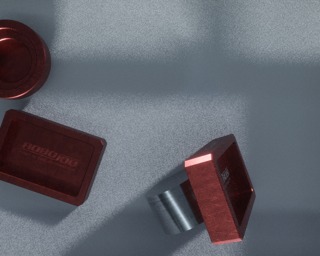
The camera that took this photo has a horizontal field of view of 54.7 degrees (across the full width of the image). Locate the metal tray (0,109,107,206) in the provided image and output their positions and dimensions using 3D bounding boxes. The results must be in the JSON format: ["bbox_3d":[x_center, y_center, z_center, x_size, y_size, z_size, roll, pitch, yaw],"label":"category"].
[{"bbox_3d":[-0.147,0.038,0.406,0.131,0.030,0.090,19,90,-1],"label":"metal tray"}]

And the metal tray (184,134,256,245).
[{"bbox_3d":[0.075,0.062,0.359,0.030,0.131,0.090,-20,90,24],"label":"metal tray"}]

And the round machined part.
[{"bbox_3d":[-0.190,-0.085,0.400,0.099,0.042,0.097,0,90,-1],"label":"round machined part"}]

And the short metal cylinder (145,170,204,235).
[{"bbox_3d":[0.028,0.087,0.384,0.080,0.080,0.050,-28,90,0],"label":"short metal cylinder"}]
